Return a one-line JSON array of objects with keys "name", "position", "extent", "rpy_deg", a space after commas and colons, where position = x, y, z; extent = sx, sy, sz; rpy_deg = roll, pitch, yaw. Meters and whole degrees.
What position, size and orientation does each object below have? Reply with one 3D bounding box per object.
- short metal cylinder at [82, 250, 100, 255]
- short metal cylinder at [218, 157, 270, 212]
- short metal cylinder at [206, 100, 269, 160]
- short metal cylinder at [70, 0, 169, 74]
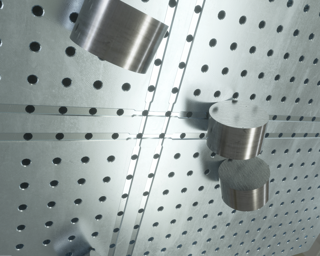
[{"name": "short metal cylinder", "position": [-0.105, 0.233, 0.464], "extent": [0.050, 0.080, 0.080], "rpy_deg": [-33, 129, -8]}, {"name": "short metal cylinder", "position": [0.139, 0.089, 0.509], "extent": [0.081, 0.080, 0.050], "rpy_deg": [-24, 128, -14]}, {"name": "short metal cylinder", "position": [0.108, 0.001, 0.437], "extent": [0.081, 0.080, 0.050], "rpy_deg": [-13, 124, -22]}, {"name": "short metal cylinder", "position": [-0.038, -0.093, 0.298], "extent": [0.081, 0.080, 0.050], "rpy_deg": [16, 110, -35]}]
